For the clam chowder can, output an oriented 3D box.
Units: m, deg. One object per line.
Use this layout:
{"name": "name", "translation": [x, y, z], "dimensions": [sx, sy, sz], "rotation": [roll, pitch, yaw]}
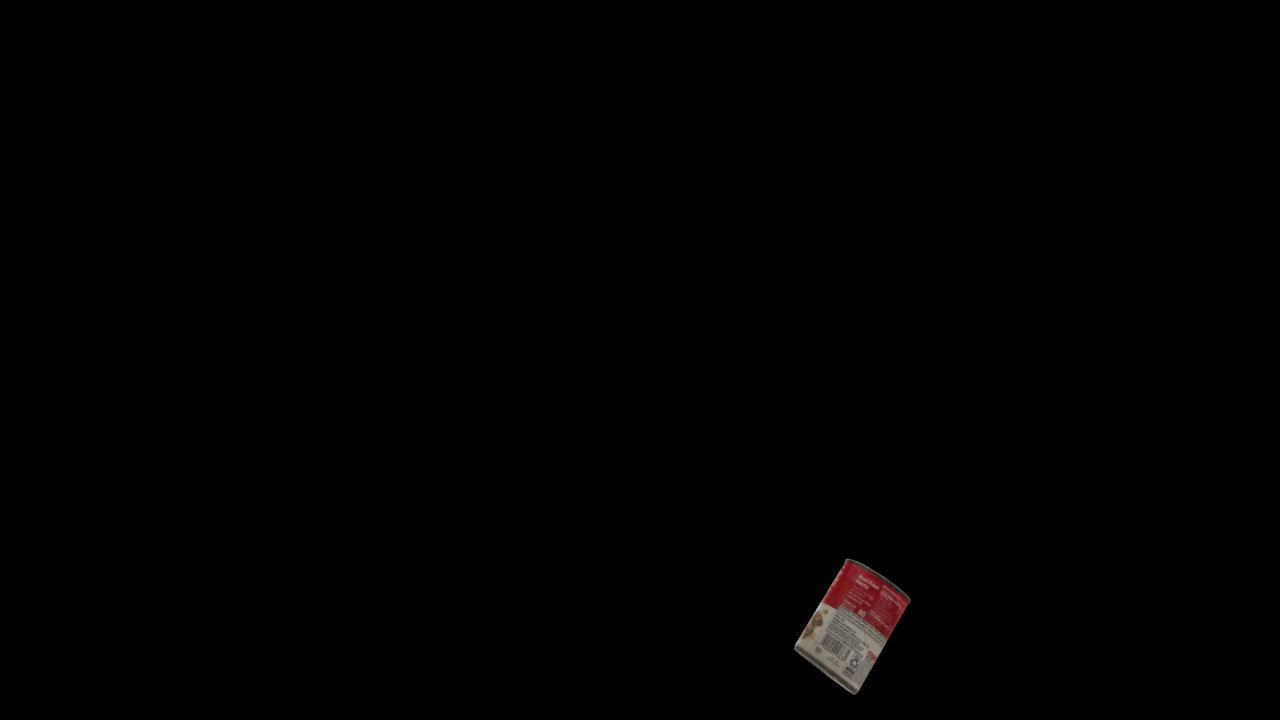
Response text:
{"name": "clam chowder can", "translation": [0.202, 0.254, 0.589], "dimensions": [0.068, 0.102, 0.068], "rotation": [35, -15, 11]}
